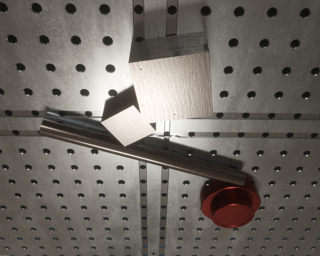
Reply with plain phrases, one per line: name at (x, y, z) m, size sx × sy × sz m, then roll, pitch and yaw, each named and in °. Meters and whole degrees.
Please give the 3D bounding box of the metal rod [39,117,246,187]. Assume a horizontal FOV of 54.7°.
metal rod at (-0.014, 0.038, 0.443) m, size 0.302 × 0.025 × 0.025 m, roll 16°, pitch 128°, yaw -14°

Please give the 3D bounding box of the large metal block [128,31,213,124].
large metal block at (0.014, -0.055, 0.348) m, size 0.080 × 0.050 × 0.080 m, roll -7°, pitch 130°, yaw 5°

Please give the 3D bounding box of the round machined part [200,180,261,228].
round machined part at (0.118, 0.130, 0.513) m, size 0.099 × 0.042 × 0.097 m, roll -1°, pitch 130°, yaw 0°

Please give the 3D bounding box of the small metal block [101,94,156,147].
small metal block at (-0.040, -0.009, 0.403) m, size 0.050 × 0.025 × 0.050 m, roll -26°, pitch 126°, yaw 20°
